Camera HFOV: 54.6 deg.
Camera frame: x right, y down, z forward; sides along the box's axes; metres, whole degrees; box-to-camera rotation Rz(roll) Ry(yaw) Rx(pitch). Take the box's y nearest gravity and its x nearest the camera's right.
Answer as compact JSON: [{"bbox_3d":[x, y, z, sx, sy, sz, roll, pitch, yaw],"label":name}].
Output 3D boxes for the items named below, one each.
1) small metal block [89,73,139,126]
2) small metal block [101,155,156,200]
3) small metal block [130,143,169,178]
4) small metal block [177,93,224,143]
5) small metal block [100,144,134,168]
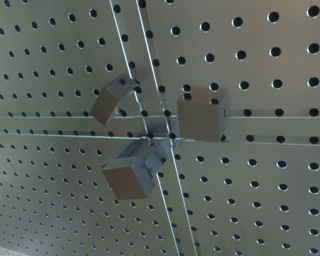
[{"bbox_3d":[-0.059,-0.038,0.404,0.025,0.050,0.050,39,129,2],"label":"small metal block"},{"bbox_3d":[-0.041,0.067,0.410,0.050,0.025,0.050,-12,112,33],"label":"small metal block"},{"bbox_3d":[-0.023,0.050,0.439,0.050,0.050,0.025,-18,109,35],"label":"small metal block"},{"bbox_3d":[0.050,-0.013,0.377,0.050,0.025,0.050,8,122,24],"label":"small metal block"},{"bbox_3d":[-0.053,0.060,0.461,0.025,0.050,0.050,-18,109,35],"label":"small metal block"}]
